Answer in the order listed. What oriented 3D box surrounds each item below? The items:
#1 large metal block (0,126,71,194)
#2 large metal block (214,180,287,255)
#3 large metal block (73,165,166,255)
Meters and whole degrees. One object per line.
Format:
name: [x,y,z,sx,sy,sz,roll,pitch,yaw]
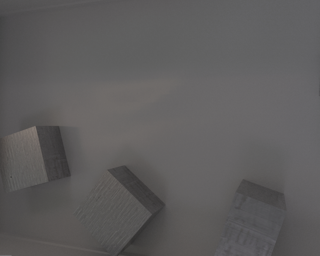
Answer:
large metal block: [-0.191,0.046,0.465,0.080,0.050,0.080,-17,84,19]
large metal block: [0.101,0.110,0.345,0.050,0.080,0.080,19,96,19]
large metal block: [-0.054,0.109,0.416,0.080,0.050,0.080,42,103,15]
